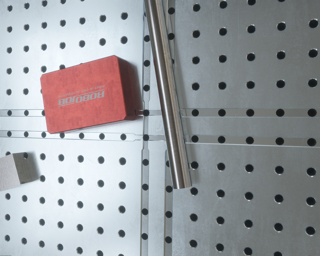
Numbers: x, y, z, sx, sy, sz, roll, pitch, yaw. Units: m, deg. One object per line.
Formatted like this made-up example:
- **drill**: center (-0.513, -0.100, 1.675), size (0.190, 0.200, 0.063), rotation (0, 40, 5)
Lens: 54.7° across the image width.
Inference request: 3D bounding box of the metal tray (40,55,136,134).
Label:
- **metal tray**: center (-0.106, -0.045, 0.447), size (0.130, 0.030, 0.089), rotation (-10, 87, 19)

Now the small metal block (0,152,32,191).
- **small metal block**: center (-0.240, 0.071, 0.497), size (0.050, 0.025, 0.050), rotation (-19, 84, 19)

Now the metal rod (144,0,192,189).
- **metal rod**: center (0.007, -0.071, 0.410), size (0.025, 0.025, 0.298), rotation (-10, 87, 19)
